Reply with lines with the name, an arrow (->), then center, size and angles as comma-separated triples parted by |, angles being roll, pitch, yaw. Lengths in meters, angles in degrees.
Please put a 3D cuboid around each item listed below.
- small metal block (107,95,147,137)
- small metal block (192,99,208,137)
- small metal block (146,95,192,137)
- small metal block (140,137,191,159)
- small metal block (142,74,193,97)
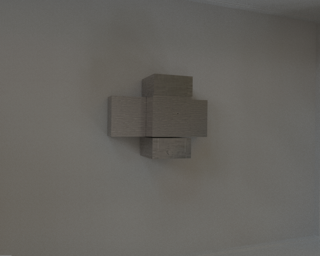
small metal block -> -0.039, -0.014, 0.394 | 0.050, 0.025, 0.050 | 1, 90, -20
small metal block -> 0.036, -0.013, 0.422 | 0.050, 0.025, 0.050 | 1, 90, -20
small metal block -> 0.011, -0.014, 0.385 | 0.050, 0.025, 0.050 | 1, 90, -20
small metal block -> 0.006, 0.024, 0.396 | 0.050, 0.050, 0.025 | 1, 90, -20
small metal block -> 0.008, -0.052, 0.398 | 0.050, 0.050, 0.025 | 1, 90, -20
